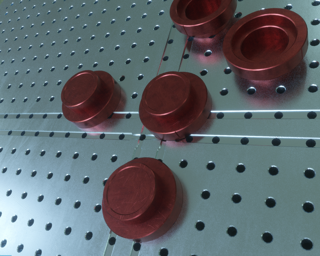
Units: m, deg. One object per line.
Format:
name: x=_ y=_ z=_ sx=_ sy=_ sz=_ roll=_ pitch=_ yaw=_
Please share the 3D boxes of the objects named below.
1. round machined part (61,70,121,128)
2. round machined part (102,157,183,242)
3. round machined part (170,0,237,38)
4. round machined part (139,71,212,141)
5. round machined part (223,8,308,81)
round machined part: x=-0.115 y=-0.052 z=0.488 sx=0.098 sy=0.042 sz=0.098 roll=-13 pitch=56 yaw=20
round machined part: x=-0.027 y=0.079 z=0.362 sx=0.098 sy=0.042 sz=0.098 roll=-13 pitch=56 yaw=20
round machined part: x=0.068 y=-0.176 z=0.469 sx=0.098 sy=0.042 sz=0.098 roll=-13 pitch=56 yaw=20
round machined part: x=0.015 y=-0.036 z=0.410 sx=0.098 sy=0.042 sz=0.098 roll=-13 pitch=56 yaw=20
round machined part: x=0.132 y=-0.099 z=0.388 sx=0.098 sy=0.042 sz=0.098 roll=-13 pitch=56 yaw=20
